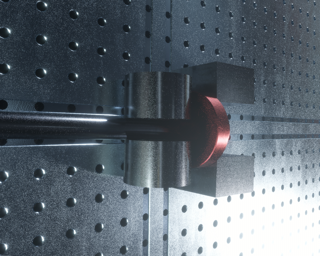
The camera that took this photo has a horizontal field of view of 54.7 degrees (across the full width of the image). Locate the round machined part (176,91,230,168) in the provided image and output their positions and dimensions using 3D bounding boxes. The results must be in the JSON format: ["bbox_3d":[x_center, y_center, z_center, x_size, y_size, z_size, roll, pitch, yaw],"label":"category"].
[{"bbox_3d":[0.051,0.002,0.404,0.042,0.098,0.097,1,90,-40],"label":"round machined part"}]

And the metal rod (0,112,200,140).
[{"bbox_3d":[-0.076,0.000,0.330,0.302,0.025,0.025,2,89,-36],"label":"metal rod"}]

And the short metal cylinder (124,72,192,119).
[{"bbox_3d":[-0.002,-0.036,0.371,0.081,0.080,0.050,1,90,-40],"label":"short metal cylinder"}]

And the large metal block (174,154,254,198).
[{"bbox_3d":[0.074,0.062,0.437,0.081,0.080,0.050,3,88,-40],"label":"large metal block"}]

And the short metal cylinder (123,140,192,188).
[{"bbox_3d":[-0.003,0.039,0.370,0.081,0.080,0.050,2,90,-40],"label":"short metal cylinder"}]

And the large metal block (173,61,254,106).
[{"bbox_3d":[0.075,-0.058,0.437,0.081,0.080,0.050,0,91,-40],"label":"large metal block"}]
